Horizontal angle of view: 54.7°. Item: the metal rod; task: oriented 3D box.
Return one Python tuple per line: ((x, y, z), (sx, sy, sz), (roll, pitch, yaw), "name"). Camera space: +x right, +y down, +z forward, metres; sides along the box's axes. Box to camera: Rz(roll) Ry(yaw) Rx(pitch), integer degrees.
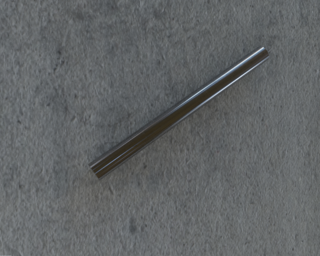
((0.037, -0.029, 0.423), (0.301, 0.025, 0.025), (-35, 102, -17), "metal rod")
